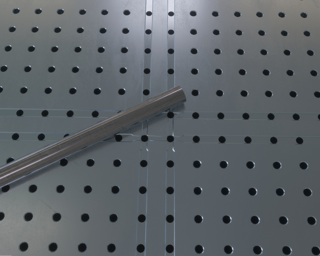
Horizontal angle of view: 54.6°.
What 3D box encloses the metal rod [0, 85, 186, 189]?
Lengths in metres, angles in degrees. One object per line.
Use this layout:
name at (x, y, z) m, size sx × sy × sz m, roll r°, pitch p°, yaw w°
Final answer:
metal rod at (-0.104, 0.017, 0.405) m, size 0.301 × 0.025 × 0.025 m, roll -25°, pitch 72°, yaw -9°
